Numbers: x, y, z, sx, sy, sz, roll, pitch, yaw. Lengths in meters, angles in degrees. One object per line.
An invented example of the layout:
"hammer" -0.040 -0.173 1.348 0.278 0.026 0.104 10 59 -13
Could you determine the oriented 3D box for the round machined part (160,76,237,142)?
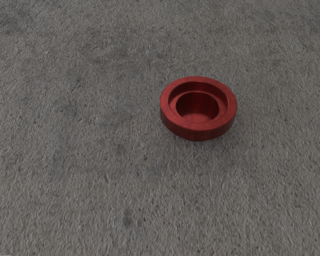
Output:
"round machined part" 0.049 -0.021 0.410 0.099 0.042 0.098 0 50 0
